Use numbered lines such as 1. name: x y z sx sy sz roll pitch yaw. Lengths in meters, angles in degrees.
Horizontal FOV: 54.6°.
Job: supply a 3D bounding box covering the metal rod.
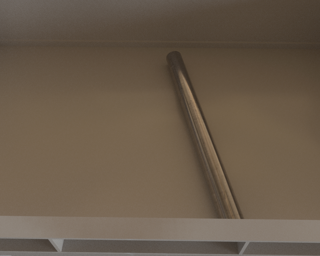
1. metal rod: 0.051 -0.001 0.406 0.025 0.025 0.300 -8 51 -7
